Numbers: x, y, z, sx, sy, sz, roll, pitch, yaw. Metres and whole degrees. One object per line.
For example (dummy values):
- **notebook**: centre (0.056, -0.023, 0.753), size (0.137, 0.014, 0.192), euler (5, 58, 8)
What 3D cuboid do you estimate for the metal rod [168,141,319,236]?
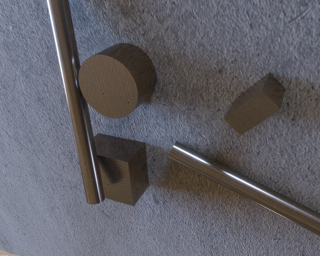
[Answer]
- **metal rod**: centre (0.149, 0.095, 0.386), size (0.301, 0.025, 0.025), euler (27, 128, 11)

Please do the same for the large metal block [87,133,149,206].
- **large metal block**: centre (-0.066, 0.061, 0.461), size (0.080, 0.050, 0.079), euler (10, 123, 22)

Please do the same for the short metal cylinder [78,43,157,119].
- **short metal cylinder**: centre (-0.051, -0.058, 0.380), size (0.080, 0.050, 0.079), euler (13, 124, 20)

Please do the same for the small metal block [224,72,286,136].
- **small metal block**: centre (0.099, -0.025, 0.322), size (0.025, 0.050, 0.050), euler (46, 129, -4)

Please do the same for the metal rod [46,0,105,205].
- **metal rod**: centre (-0.107, -0.043, 0.394), size (0.025, 0.025, 0.298), euler (0, 106, 27)
